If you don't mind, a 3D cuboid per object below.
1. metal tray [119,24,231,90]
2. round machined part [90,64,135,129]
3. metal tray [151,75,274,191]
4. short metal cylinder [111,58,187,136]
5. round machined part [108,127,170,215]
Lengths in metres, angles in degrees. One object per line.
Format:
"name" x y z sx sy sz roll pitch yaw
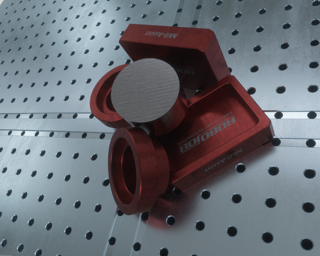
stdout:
"metal tray" 0.020 -0.092 0.411 0.130 0.090 0.030 16 71 34
"round machined part" -0.048 -0.042 0.447 0.098 0.042 0.098 -13 56 20
"metal tray" 0.055 0.004 0.372 0.130 0.030 0.090 -32 52 7
"short metal cylinder" -0.011 -0.036 0.371 0.080 0.050 0.080 -5 70 13
"round machined part" -0.023 0.047 0.357 0.098 0.042 0.097 7 98 61
